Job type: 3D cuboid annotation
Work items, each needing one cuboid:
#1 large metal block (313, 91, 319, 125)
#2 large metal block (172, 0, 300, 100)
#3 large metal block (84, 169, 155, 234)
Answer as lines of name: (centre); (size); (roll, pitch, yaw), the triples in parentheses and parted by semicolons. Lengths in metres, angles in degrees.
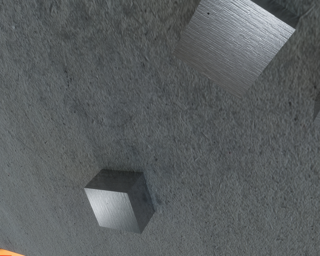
large metal block: (0.192, -0.034, 0.268); (0.080, 0.050, 0.079); (22, 127, 15)
large metal block: (0.071, -0.088, 0.298); (0.080, 0.050, 0.079); (35, 129, 4)
large metal block: (-0.063, 0.115, 0.495); (0.080, 0.050, 0.080); (0, 119, 28)
